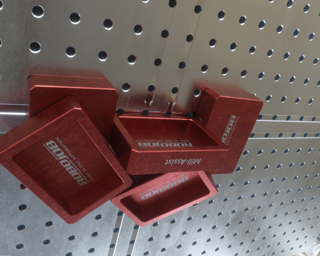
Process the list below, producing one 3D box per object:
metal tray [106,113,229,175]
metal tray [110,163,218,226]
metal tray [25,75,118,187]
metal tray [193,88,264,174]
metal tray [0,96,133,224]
[{"bbox_3d":[0.008,0.017,0.384,0.131,0.090,0.030,1,118,-30],"label":"metal tray"},{"bbox_3d":[0.006,0.086,0.442,0.130,0.030,0.090,-26,131,10],"label":"metal tray"},{"bbox_3d":[-0.105,0.007,0.356,0.091,0.030,0.129,-1,120,-28],"label":"metal tray"},{"bbox_3d":[0.090,0.009,0.463,0.091,0.030,0.129,3,117,-30],"label":"metal tray"},{"bbox_3d":[-0.098,0.040,0.339,0.090,0.030,0.130,-33,130,-7],"label":"metal tray"}]
